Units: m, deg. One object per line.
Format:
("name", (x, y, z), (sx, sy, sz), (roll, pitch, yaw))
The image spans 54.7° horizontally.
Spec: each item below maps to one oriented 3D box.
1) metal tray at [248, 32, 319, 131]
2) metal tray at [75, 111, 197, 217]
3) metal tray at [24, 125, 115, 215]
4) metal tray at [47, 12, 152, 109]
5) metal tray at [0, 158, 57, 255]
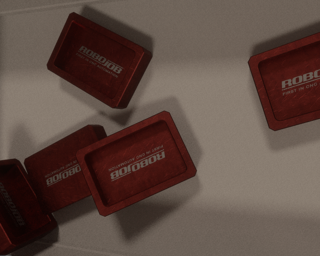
("metal tray", (0.176, -0.056, 0.345), (0.130, 0.030, 0.090), (-18, 84, 18))
("metal tray", (-0.030, 0.045, 0.397), (0.131, 0.030, 0.090), (-25, 82, 0))
("metal tray", (-0.127, 0.061, 0.451), (0.130, 0.030, 0.090), (-26, 82, 17))
("metal tray", (-0.088, -0.095, 0.437), (0.130, 0.030, 0.090), (31, 100, 17))
("metal tray", (-0.219, 0.109, 0.451), (0.030, 0.090, 0.130), (-40, 78, 16))
